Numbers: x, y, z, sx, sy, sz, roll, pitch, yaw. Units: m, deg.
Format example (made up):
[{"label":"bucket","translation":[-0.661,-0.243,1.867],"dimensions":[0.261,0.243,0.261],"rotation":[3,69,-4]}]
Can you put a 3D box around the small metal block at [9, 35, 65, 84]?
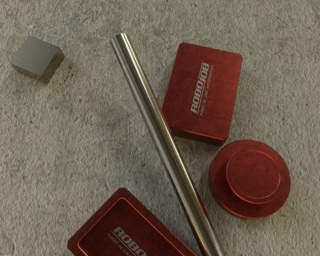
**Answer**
[{"label":"small metal block","translation":[-0.174,-0.097,0.442],"dimensions":[0.050,0.025,0.050],"rotation":[23,71,8]}]

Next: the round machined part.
[{"label":"round machined part","translation":[0.111,0.060,0.378],"dimensions":[0.099,0.042,0.098],"rotation":[0,70,-1]}]

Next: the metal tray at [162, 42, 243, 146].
[{"label":"metal tray","translation":[0.056,-0.048,0.424],"dimensions":[0.090,0.030,0.130],"rotation":[13,70,4]}]

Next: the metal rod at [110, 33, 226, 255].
[{"label":"metal rod","translation":[0.007,0.022,0.373],"dimensions":[0.025,0.025,0.299],"rotation":[-23,82,-8]}]

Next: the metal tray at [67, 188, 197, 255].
[{"label":"metal tray","translation":[-0.027,0.144,0.352],"dimensions":[0.130,0.030,0.090],"rotation":[41,75,13]}]
